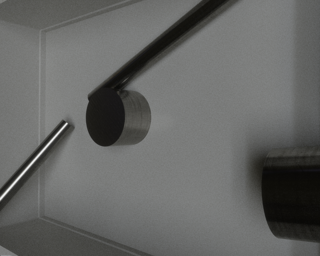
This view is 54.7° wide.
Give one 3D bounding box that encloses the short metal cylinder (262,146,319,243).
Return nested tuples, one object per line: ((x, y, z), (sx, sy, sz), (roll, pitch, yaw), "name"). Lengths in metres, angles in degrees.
((0.128, 0.056, 0.265), (0.050, 0.081, 0.080), (-8, 85, 39), "short metal cylinder")

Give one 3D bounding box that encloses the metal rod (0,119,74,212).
((-0.254, 0.107, 0.514), (0.025, 0.025, 0.300), (33, 79, 35), "metal rod")

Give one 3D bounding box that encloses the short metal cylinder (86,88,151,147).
((-0.059, -0.015, 0.437), (0.080, 0.050, 0.079), (0, 90, 39), "short metal cylinder")

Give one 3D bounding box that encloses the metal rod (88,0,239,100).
((0.002, -0.106, 0.403), (0.299, 0.025, 0.025), (-30, 72, 35), "metal rod")
